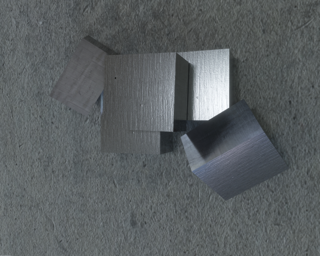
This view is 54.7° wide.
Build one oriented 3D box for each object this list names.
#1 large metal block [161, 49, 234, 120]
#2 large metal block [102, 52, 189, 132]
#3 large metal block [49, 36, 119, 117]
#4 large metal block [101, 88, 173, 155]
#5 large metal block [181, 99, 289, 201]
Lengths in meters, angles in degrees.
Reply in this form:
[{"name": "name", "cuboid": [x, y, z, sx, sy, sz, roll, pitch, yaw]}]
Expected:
[{"name": "large metal block", "cuboid": [0.047, -0.049, 0.380, 0.080, 0.050, 0.079, 0, 90, 19]}, {"name": "large metal block", "cuboid": [-0.015, -0.038, 0.346, 0.080, 0.050, 0.079, 2, 91, 19]}, {"name": "large metal block", "cuboid": [-0.095, -0.071, 0.406, 0.050, 0.080, 0.080, 31, 102, -17]}, {"name": "large metal block", "cuboid": [-0.029, -0.009, 0.404, 0.080, 0.050, 0.079, 0, 90, 19]}, {"name": "large metal block", "cuboid": [0.083, 0.027, 0.344, 0.080, 0.080, 0.050, -33, 42, 17]}]
